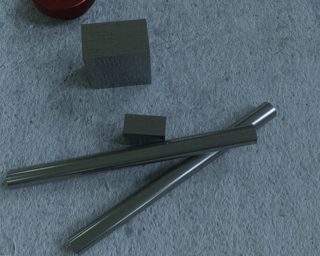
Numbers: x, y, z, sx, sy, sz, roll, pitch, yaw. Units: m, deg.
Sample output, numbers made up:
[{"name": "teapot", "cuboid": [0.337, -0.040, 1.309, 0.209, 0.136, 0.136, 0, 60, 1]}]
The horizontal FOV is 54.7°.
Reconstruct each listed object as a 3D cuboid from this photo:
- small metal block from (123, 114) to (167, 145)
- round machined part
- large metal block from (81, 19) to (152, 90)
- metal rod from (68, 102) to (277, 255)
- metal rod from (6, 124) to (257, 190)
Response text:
[{"name": "small metal block", "cuboid": [-0.018, 0.004, 0.393, 0.050, 0.050, 0.025, 4, 70, 1]}, {"name": "round machined part", "cuboid": [-0.144, -0.206, 0.473, 0.099, 0.042, 0.098, 0, 70, -1]}, {"name": "large metal block", "cuboid": [-0.055, -0.096, 0.413, 0.081, 0.080, 0.050, -6, 70, -3]}, {"name": "metal rod", "cuboid": [0.025, 0.056, 0.388, 0.301, 0.025, 0.025, -33, 74, -12]}, {"name": "metal rod", "cuboid": [-0.035, 0.035, 0.378, 0.302, 0.025, 0.025, -11, 71, 2]}]
